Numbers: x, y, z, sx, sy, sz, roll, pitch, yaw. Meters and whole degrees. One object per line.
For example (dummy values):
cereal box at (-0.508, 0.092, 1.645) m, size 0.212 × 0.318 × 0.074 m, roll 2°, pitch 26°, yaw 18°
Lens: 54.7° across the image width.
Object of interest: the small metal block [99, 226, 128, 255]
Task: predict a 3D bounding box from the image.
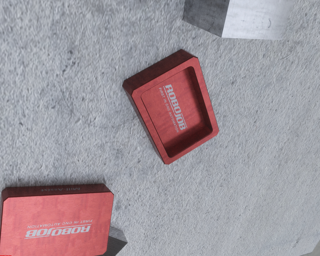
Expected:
small metal block at (-0.086, 0.175, 0.468) m, size 0.050 × 0.025 × 0.050 m, roll -47°, pitch 129°, yaw 5°

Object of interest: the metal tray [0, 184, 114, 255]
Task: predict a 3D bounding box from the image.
metal tray at (-0.129, 0.120, 0.391) m, size 0.131 × 0.030 × 0.089 m, roll 4°, pitch 99°, yaw -30°

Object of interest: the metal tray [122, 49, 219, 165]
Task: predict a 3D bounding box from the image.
metal tray at (0.019, -0.023, 0.399) m, size 0.090 × 0.030 × 0.130 m, roll -31°, pitch 129°, yaw -9°

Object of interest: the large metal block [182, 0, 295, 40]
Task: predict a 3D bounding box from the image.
large metal block at (0.082, -0.132, 0.335) m, size 0.081 × 0.080 × 0.050 m, roll -6°, pitch 121°, yaw -26°
